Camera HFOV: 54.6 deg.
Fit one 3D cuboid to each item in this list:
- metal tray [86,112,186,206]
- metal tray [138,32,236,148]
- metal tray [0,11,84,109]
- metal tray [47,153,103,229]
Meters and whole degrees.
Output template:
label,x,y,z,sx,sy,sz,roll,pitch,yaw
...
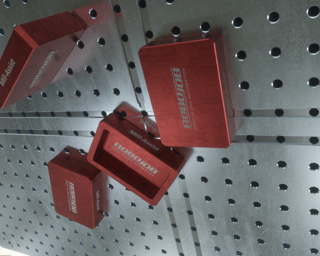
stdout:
label,x,y,z,sx,sy,sz,roll,pitch,yaw
metal tray,-0.039,0.047,0.458,0.130,0.030,0.089,34,129,6
metal tray,0.034,-0.040,0.366,0.090,0.030,0.129,0,119,28
metal tray,-0.162,-0.087,0.402,0.030,0.090,0.129,47,129,-5
metal tray,-0.150,0.116,0.560,0.090,0.030,0.129,17,125,18
